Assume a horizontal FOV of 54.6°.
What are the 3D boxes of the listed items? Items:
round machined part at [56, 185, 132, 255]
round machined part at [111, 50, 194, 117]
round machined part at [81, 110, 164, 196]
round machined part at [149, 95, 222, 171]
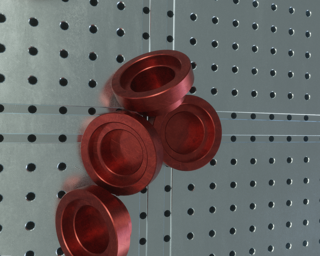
[{"bbox_3d":[-0.072,0.114,0.358,0.042,0.098,0.097,-8,94,-56],"label":"round machined part"},{"bbox_3d":[-0.006,-0.051,0.379,0.098,0.098,0.042,-35,133,-17],"label":"round machined part"},{"bbox_3d":[-0.041,0.027,0.370,0.098,0.042,0.097,4,101,21],"label":"round machined part"},{"bbox_3d":[0.029,0.006,0.414,0.099,0.042,0.097,0,90,-20],"label":"round machined part"}]
